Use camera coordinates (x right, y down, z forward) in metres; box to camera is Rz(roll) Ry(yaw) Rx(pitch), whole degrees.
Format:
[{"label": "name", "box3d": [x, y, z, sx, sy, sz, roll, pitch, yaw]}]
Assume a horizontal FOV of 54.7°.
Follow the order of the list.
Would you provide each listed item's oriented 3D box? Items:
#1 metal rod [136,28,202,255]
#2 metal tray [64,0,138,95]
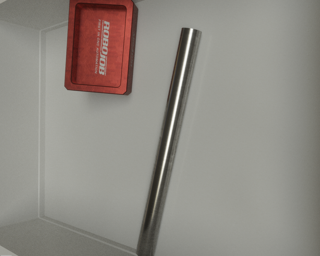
[{"label": "metal rod", "box3d": [0.009, 0.026, 0.397, 0.025, 0.025, 0.298, 19, 102, 38]}, {"label": "metal tray", "box3d": [-0.083, -0.115, 0.440, 0.090, 0.030, 0.129, 6, 95, 6]}]
